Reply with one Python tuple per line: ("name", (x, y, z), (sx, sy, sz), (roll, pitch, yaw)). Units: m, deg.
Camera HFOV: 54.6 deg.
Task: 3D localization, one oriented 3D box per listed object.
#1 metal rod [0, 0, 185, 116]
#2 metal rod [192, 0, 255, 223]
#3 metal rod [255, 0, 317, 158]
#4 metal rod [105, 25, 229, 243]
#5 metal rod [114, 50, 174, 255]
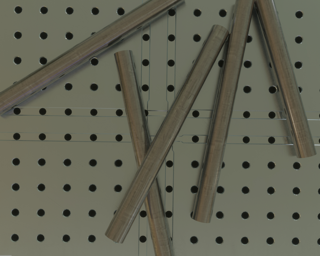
("metal rod", (-0.098, -0.104, 0.412), (0.301, 0.025, 0.025), (-32, 90, 0))
("metal rod", (0.085, -0.024, 0.413), (0.025, 0.025, 0.299), (11, 90, 0))
("metal rod", (0.156, -0.107, 0.414), (0.025, 0.025, 0.299), (-16, 90, 0))
("metal rod", (0.013, 0.001, 0.395), (0.025, 0.025, 0.299), (27, 83, 0))
("metal rod", (-0.019, 0.046, 0.413), (0.025, 0.025, 0.299), (-12, 90, 0))
